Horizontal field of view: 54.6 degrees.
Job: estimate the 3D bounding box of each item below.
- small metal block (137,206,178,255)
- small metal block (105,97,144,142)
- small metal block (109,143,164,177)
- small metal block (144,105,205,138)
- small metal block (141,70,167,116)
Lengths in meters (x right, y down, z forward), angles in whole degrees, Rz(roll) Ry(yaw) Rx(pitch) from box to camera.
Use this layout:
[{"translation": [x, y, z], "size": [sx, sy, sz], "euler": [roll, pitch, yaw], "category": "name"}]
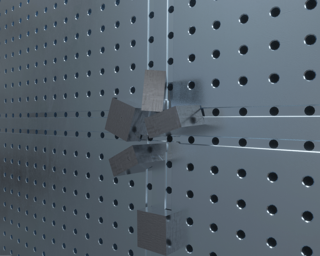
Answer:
[{"translation": [-0.003, 0.136, 0.413], "size": [0.050, 0.025, 0.050], "euler": [-1, 89, 40], "category": "small metal block"}, {"translation": [-0.050, -0.013, 0.452], "size": [0.050, 0.025, 0.050], "euler": [26, 106, 37], "category": "small metal block"}, {"translation": [-0.032, 0.043, 0.421], "size": [0.050, 0.050, 0.025], "euler": [-31, 71, 36], "category": "small metal block"}, {"translation": [0.018, -0.008, 0.378], "size": [0.050, 0.050, 0.025], "euler": [-20, 82, 38], "category": "small metal block"}, {"translation": [-0.006, -0.041, 0.392], "size": [0.025, 0.050, 0.050], "euler": [4, 83, 3], "category": "small metal block"}]
